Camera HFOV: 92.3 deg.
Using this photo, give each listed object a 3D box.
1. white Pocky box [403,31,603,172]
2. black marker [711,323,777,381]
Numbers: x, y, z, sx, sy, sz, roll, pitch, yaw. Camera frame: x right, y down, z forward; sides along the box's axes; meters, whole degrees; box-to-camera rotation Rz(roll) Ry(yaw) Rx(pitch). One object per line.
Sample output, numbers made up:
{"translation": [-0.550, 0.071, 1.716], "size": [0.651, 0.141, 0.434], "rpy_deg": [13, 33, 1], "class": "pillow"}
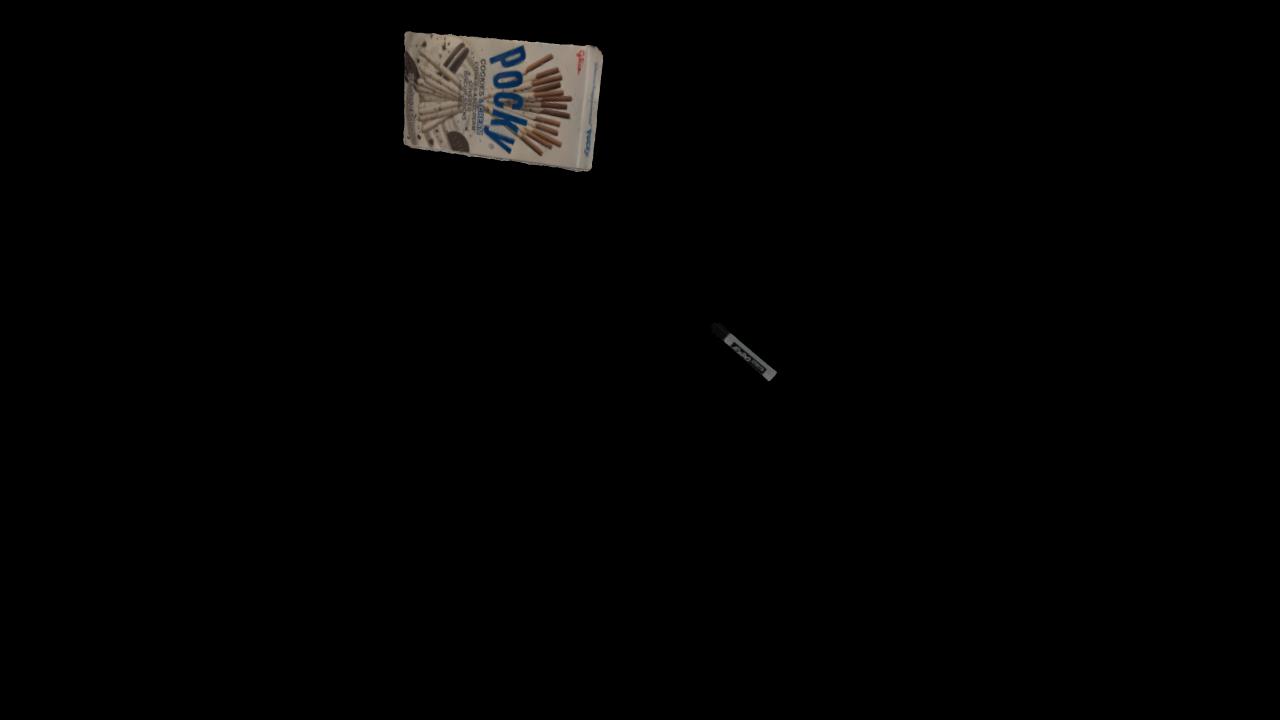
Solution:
{"translation": [-0.105, -0.192, 0.458], "size": [0.154, 0.084, 0.028], "rpy_deg": [13, 18, 17], "class": "white Pocky box"}
{"translation": [0.156, -0.014, 0.932], "size": [0.121, 0.020, 0.020], "rpy_deg": [42, 4, 5], "class": "black marker"}
